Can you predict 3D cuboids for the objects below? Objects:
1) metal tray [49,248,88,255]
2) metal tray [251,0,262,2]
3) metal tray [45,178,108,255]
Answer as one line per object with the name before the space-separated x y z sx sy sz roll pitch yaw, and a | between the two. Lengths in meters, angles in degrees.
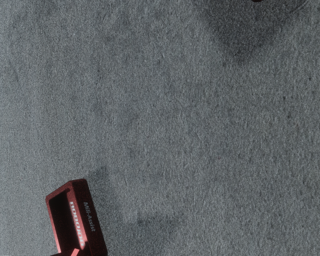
metal tray | -0.138 0.234 0.482 0.130 0.030 0.090 -29 114 36
metal tray | 0.094 -0.210 0.323 0.090 0.030 0.130 -43 64 31
metal tray | -0.143 0.161 0.520 0.090 0.030 0.130 -33 70 35
